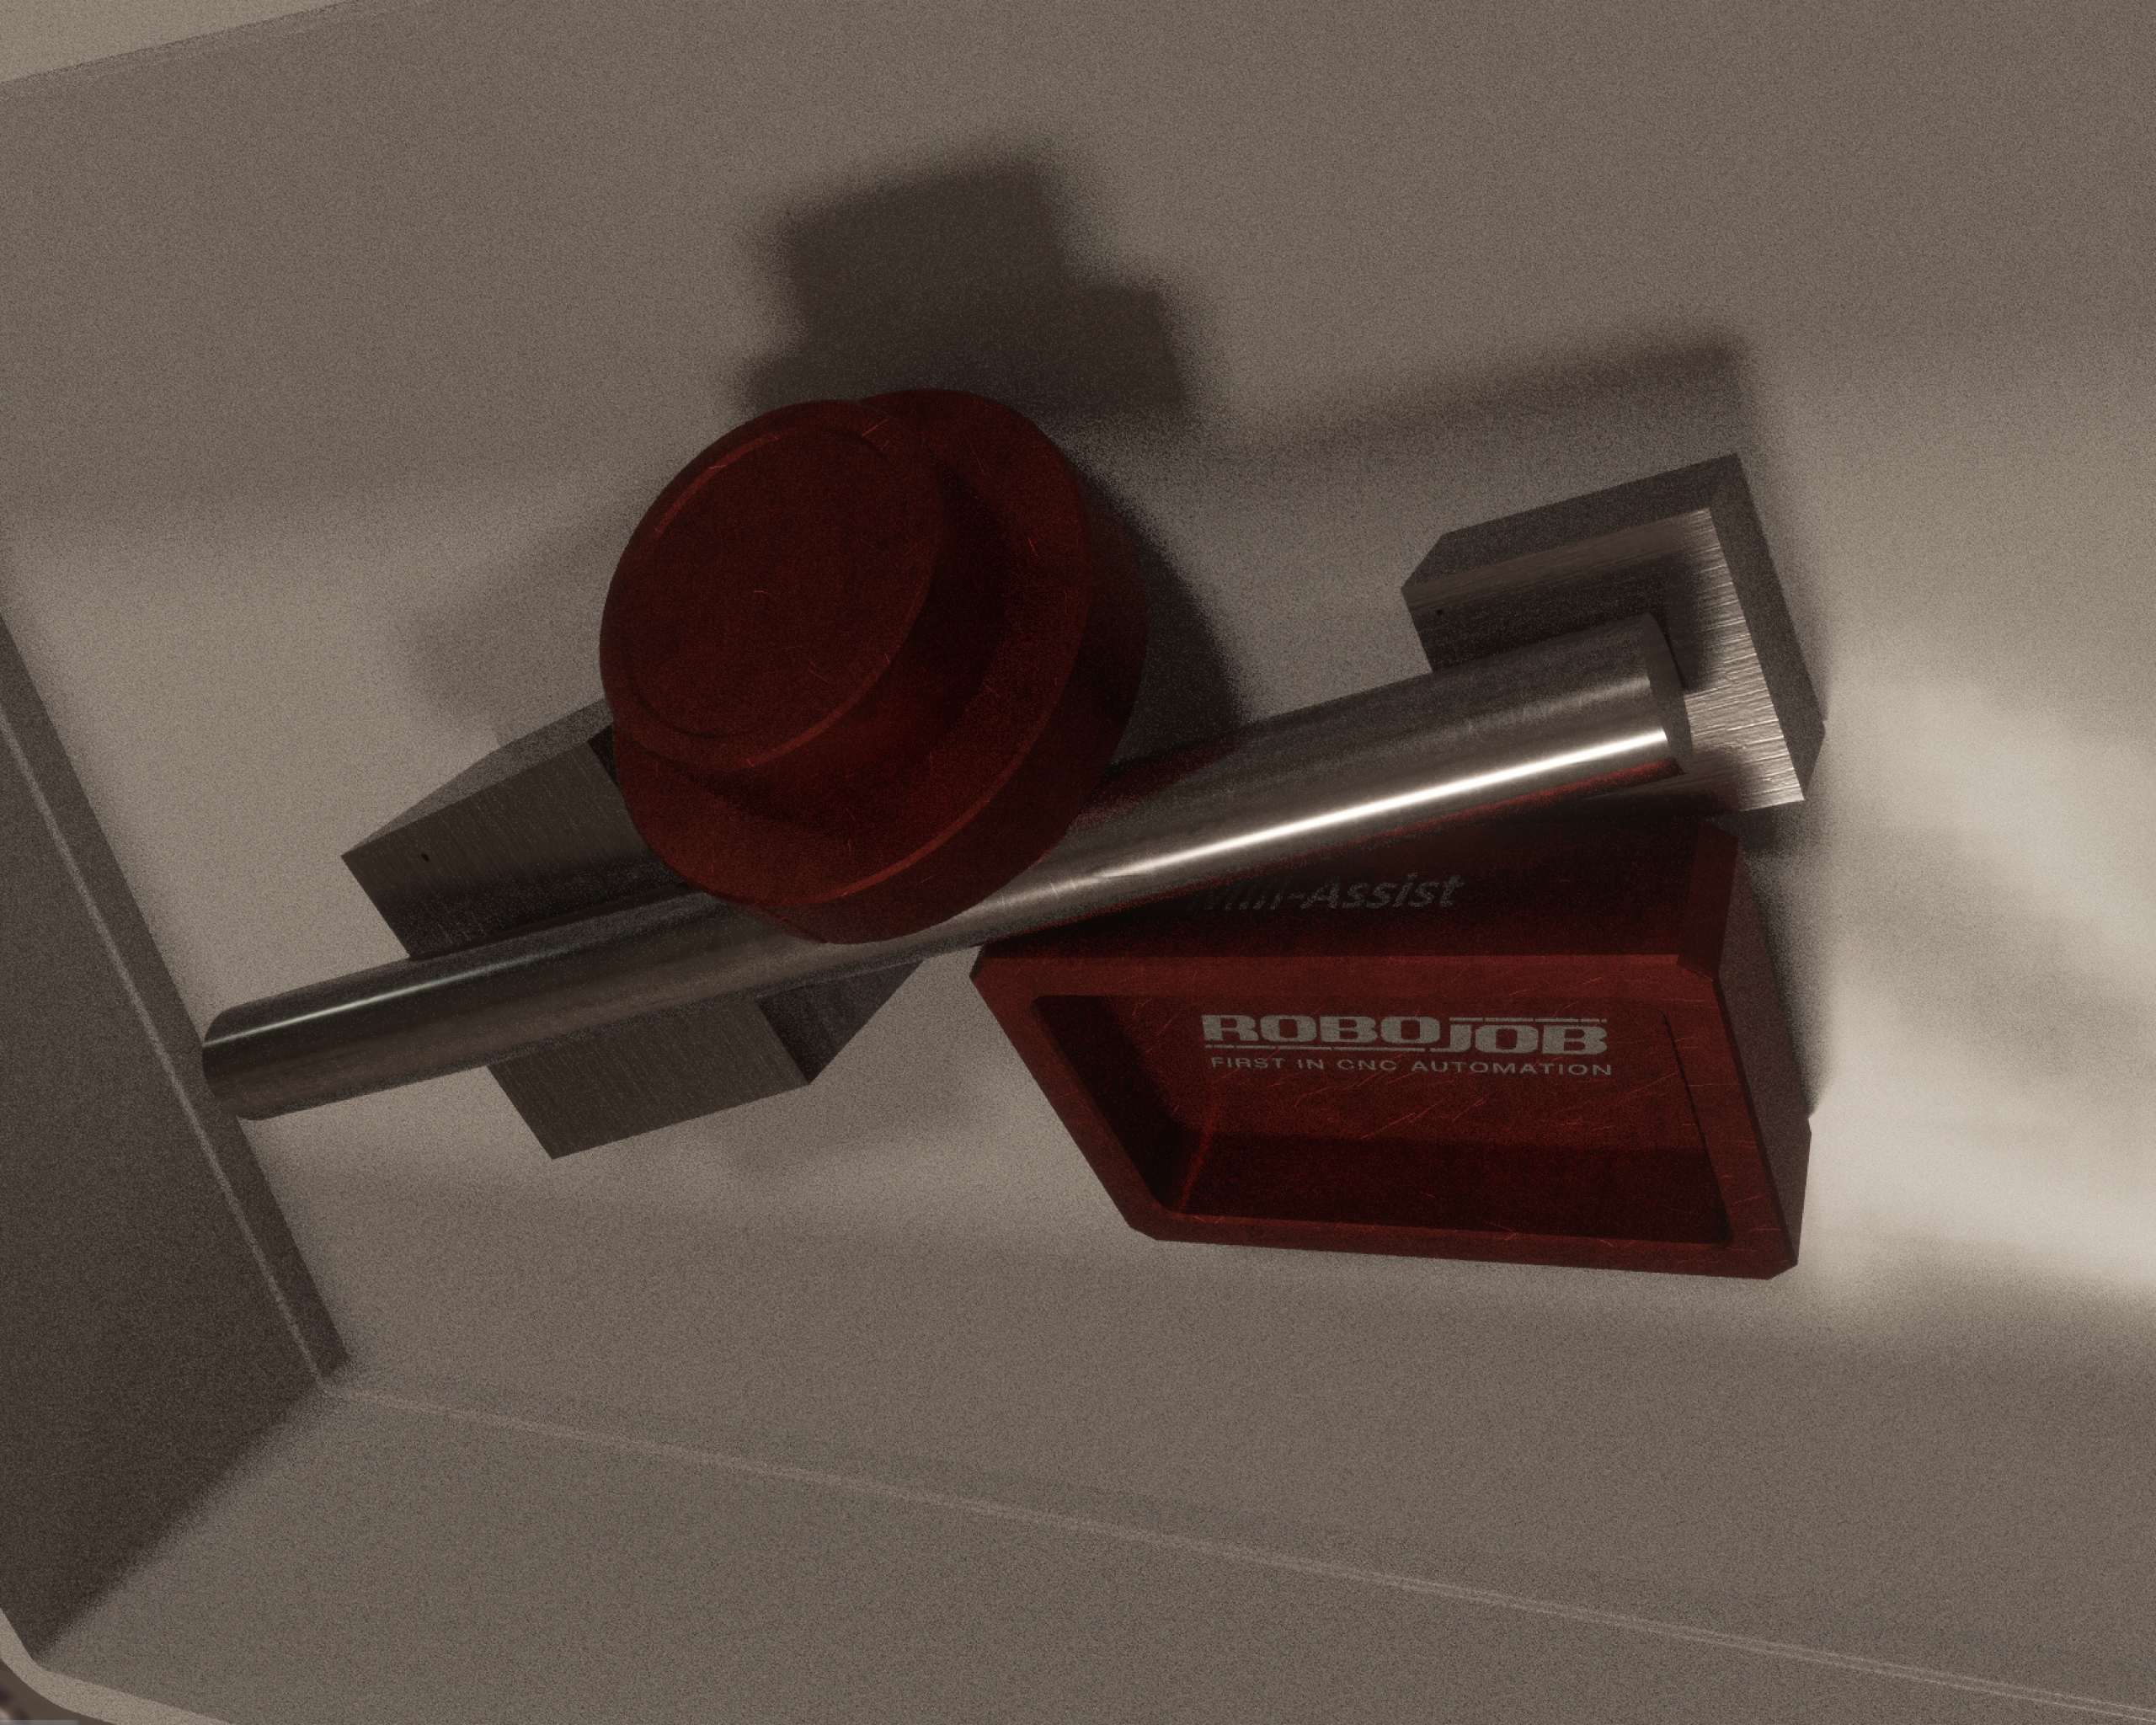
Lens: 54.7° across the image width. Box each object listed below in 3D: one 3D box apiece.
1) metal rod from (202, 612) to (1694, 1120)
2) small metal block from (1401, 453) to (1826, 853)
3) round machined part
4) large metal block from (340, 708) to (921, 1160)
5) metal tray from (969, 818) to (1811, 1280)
[{"bbox_3d":[-0.043,0.008,0.375,0.300,0.025,0.025,-14,111,26],"label":"metal rod"},{"bbox_3d":[0.088,-0.033,0.339,0.050,0.025,0.050,-12,113,33],"label":"small metal block"},{"bbox_3d":[-0.041,-0.039,0.353,0.098,0.098,0.042,-4,157,30],"label":"round machined part"},{"bbox_3d":[-0.093,0.009,0.442,0.080,0.050,0.080,-19,109,35],"label":"large metal block"},{"bbox_3d":[0.057,0.035,0.376,0.130,0.030,0.090,-2,137,28],"label":"metal tray"}]
